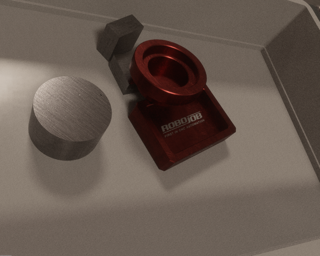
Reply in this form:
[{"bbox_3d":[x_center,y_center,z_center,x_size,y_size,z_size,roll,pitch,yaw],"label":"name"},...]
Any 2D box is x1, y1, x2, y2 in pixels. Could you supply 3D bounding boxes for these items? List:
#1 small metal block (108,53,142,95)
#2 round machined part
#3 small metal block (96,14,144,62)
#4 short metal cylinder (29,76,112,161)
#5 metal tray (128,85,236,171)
[{"bbox_3d":[-0.036,-0.078,0.435,0.050,0.025,0.050,-16,70,-35],"label":"small metal block"},{"bbox_3d":[0.007,-0.067,0.404,0.099,0.042,0.098,13,50,-16],"label":"round machined part"},{"bbox_3d":[-0.057,-0.127,0.438,0.025,0.050,0.050,48,51,4],"label":"small metal block"},{"bbox_3d":[-0.100,-0.010,0.343,0.081,0.050,0.080,14,56,-21],"label":"short metal cylinder"},{"bbox_3d":[0.034,-0.007,0.426,0.131,0.030,0.090,-22,74,-36],"label":"metal tray"}]
